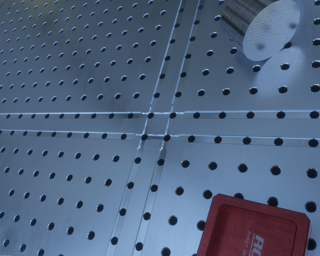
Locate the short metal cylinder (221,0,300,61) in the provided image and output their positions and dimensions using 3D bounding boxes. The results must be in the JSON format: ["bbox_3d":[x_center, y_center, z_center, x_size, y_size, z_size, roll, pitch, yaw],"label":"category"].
[{"bbox_3d":[0.124,-0.132,0.389,0.080,0.080,0.050,-35,51,5],"label":"short metal cylinder"}]

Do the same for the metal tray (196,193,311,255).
[{"bbox_3d":[0.078,0.134,0.281,0.090,0.030,0.130,8,65,31],"label":"metal tray"}]

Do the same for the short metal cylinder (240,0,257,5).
[{"bbox_3d":[0.142,-0.212,0.425,0.080,0.050,0.080,-24,19,9],"label":"short metal cylinder"}]
